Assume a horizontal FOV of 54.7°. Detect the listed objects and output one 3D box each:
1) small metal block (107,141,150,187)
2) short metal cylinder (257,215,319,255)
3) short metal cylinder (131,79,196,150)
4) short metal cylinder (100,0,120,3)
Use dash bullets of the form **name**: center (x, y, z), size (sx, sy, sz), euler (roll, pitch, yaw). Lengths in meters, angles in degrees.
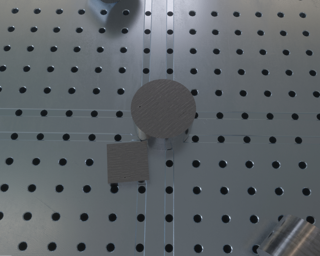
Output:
- **small metal block**: center (-0.040, 0.046, 0.395), size (0.050, 0.025, 0.050), euler (-5, 70, -2)
- **short metal cylinder**: center (0.153, 0.140, 0.332), size (0.080, 0.080, 0.050), euler (42, 75, 13)
- **short metal cylinder**: center (0.004, -0.017, 0.405), size (0.081, 0.050, 0.080), euler (0, 70, 0)
- **short metal cylinder**: center (-0.078, -0.239, 0.469), size (0.080, 0.080, 0.050), euler (-38, 75, -13)
